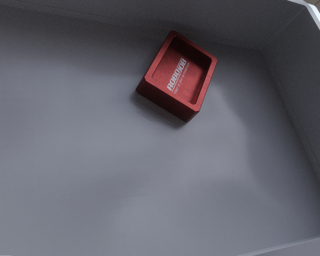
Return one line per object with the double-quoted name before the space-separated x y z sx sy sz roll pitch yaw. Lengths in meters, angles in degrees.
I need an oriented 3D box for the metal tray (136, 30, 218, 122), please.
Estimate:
"metal tray" 0.030 -0.082 0.470 0.090 0.030 0.130 31 51 -9
